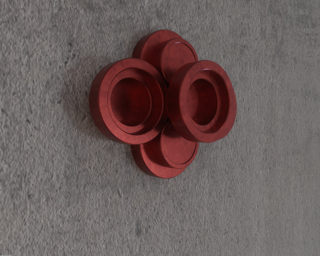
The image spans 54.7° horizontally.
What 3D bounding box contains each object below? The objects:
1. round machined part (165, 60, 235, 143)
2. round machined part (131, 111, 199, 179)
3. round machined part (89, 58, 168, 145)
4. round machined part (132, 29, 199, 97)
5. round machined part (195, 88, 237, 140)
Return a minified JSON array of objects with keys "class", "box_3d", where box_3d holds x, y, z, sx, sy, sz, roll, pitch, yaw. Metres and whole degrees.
[{"class":"round machined part","box_3d":[0.045,-0.031,0.380,0.099,0.042,0.097,-1,91,-40]},{"class":"round machined part","box_3d":[0.013,0.018,0.408,0.099,0.042,0.097,0,90,-40]},{"class":"round machined part","box_3d":[-0.039,-0.030,0.364,0.099,0.042,0.097,0,90,-40]},{"class":"round machined part","box_3d":[0.014,-0.081,0.409,0.099,0.042,0.097,0,90,-40]},{"class":"round machined part","box_3d":[0.065,-0.031,0.452,0.099,0.042,0.097,0,90,-40]}]
